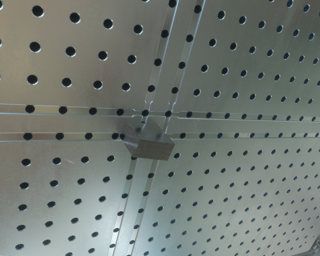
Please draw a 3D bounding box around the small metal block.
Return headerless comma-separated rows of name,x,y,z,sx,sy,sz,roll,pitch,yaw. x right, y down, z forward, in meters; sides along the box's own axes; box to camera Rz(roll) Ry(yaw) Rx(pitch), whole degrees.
small metal block,-0.017,0.016,0.397,0.050,0.050,0.025,10,114,-33
